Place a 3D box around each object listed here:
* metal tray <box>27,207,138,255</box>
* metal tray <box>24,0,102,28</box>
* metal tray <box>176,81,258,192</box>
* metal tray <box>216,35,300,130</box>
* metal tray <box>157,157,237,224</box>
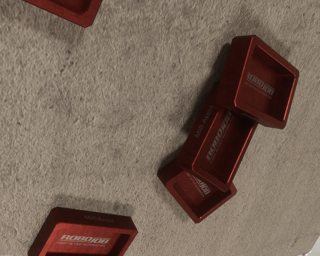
[{"bbox_3d":[-0.108,0.165,0.447,0.131,0.030,0.090,21,107,-36],"label":"metal tray"},{"bbox_3d":[-0.103,-0.152,0.253,0.131,0.030,0.089,16,110,-35],"label":"metal tray"},{"bbox_3d":[0.085,0.012,0.428,0.090,0.030,0.130,37,75,-38],"label":"metal tray"},{"bbox_3d":[0.136,-0.057,0.417,0.131,0.030,0.090,18,87,-41],"label":"metal tray"},{"bbox_3d":[0.063,0.089,0.495,0.090,0.030,0.130,-37,130,-4],"label":"metal tray"}]
